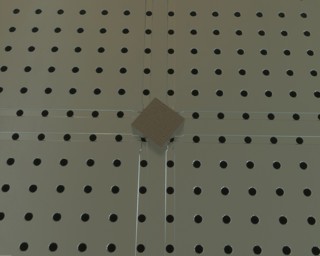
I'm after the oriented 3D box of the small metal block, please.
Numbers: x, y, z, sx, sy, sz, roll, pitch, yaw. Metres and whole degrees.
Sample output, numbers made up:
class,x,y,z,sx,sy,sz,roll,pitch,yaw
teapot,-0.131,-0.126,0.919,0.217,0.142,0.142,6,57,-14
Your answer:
class,x,y,z,sx,sy,sz,roll,pitch,yaw
small metal block,-0.002,-0.004,0.413,0.050,0.025,0.050,37,74,12
